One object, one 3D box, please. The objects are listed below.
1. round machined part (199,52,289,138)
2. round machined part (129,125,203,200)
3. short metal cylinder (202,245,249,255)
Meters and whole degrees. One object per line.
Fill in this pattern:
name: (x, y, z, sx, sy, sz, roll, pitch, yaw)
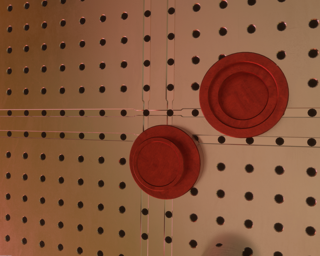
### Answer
round machined part: (0.100, -0.037, 0.368, 0.098, 0.042, 0.097, 0, 90, 20)
round machined part: (0.004, 0.044, 0.402, 0.098, 0.042, 0.097, 0, 90, 20)
short metal cylinder: (0.078, 0.189, 0.372, 0.080, 0.050, 0.079, 0, 90, 20)
